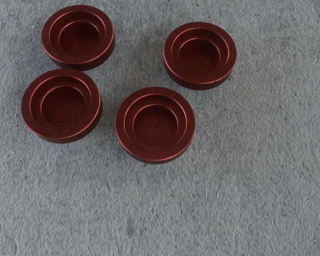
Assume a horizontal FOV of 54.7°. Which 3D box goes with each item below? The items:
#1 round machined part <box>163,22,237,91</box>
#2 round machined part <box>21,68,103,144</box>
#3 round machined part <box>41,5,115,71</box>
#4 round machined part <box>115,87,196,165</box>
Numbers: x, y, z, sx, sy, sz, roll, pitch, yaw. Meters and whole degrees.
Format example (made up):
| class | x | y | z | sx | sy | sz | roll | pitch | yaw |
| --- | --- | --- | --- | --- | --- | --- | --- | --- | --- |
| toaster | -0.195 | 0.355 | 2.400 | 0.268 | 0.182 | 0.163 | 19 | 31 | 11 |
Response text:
| class | x | y | z | sx | sy | sz | roll | pitch | yaw |
| --- | --- | --- | --- | --- | --- | --- | --- | --- | --- |
| round machined part | 0.054 | -0.096 | 0.434 | 0.099 | 0.042 | 0.098 | 0 | 70 | 0 |
| round machined part | -0.124 | -0.026 | 0.407 | 0.099 | 0.042 | 0.098 | 0 | 70 | 0 |
| round machined part | -0.113 | -0.123 | 0.443 | 0.099 | 0.042 | 0.098 | 0 | 70 | 0 |
| round machined part | -0.005 | -0.001 | 0.399 | 0.099 | 0.042 | 0.098 | 0 | 70 | 0 |
